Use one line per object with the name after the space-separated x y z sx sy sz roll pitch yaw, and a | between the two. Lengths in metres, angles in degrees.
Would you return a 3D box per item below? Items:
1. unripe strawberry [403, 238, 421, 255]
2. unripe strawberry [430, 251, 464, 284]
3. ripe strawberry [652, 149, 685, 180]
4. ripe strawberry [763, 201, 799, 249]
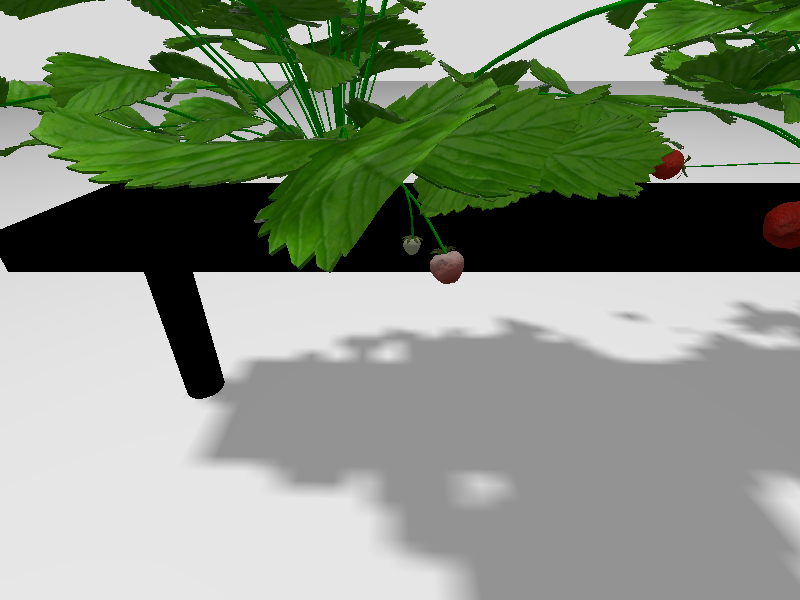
0.007 -0.033 0.243 0.011 0.011 0.010 -13 33 -21 | unripe strawberry
0.026 -0.017 0.219 0.019 0.017 0.017 -14 1 -23 | unripe strawberry
0.275 -0.142 0.417 0.034 0.029 0.034 18 35 29 | ripe strawberry
0.252 -0.048 0.258 0.032 0.031 0.030 -20 36 -29 | ripe strawberry
